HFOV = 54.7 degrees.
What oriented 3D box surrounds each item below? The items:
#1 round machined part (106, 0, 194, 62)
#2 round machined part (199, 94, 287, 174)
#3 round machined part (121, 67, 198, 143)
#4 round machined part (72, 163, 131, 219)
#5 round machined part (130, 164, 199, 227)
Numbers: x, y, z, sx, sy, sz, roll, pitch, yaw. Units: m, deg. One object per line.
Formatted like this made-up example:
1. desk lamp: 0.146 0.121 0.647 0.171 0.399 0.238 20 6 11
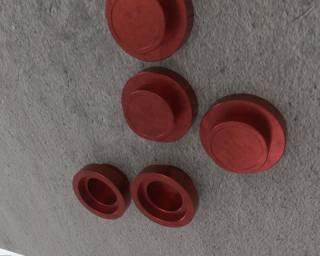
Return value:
1. round machined part: -0.017 -0.118 0.332 0.098 0.042 0.097 13 124 21
2. round machined part: 0.092 0.013 0.356 0.098 0.042 0.097 13 124 21
3. round machined part: -0.006 -0.023 0.385 0.098 0.042 0.097 13 124 21
4. round machined part: -0.089 0.097 0.503 0.098 0.042 0.097 13 124 21
5. round machined part: 0.010 0.092 0.448 0.098 0.042 0.097 13 124 21
